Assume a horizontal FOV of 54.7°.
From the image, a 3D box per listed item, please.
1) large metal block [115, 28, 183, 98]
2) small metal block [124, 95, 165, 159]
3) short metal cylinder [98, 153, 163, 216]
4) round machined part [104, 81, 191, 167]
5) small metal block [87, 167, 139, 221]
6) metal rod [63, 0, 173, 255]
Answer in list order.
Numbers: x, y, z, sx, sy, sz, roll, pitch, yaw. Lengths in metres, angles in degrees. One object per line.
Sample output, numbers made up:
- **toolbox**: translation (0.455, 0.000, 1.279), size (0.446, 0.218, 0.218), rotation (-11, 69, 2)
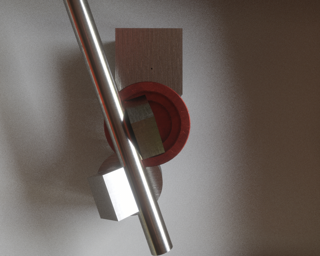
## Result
- **large metal block**: translation (-0.013, -0.080, 0.396), size (0.081, 0.050, 0.079), rotation (0, 90, -1)
- **small metal block**: translation (-0.018, -0.002, 0.349), size (0.025, 0.050, 0.050), rotation (-19, 125, -4)
- **short metal cylinder**: translation (-0.037, 0.066, 0.398), size (0.081, 0.050, 0.079), rotation (0, 90, -1)
- **round machined part**: translation (-0.014, -0.005, 0.372), size (0.099, 0.042, 0.097), rotation (0, 90, -1)
- **small metal block**: translation (-0.054, 0.073, 0.345), size (0.025, 0.050, 0.050), rotation (-19, 90, -34)
- **metal rod**: translation (-0.047, -0.007, 0.340), size (0.025, 0.025, 0.298), rotation (-19, 90, 0)
